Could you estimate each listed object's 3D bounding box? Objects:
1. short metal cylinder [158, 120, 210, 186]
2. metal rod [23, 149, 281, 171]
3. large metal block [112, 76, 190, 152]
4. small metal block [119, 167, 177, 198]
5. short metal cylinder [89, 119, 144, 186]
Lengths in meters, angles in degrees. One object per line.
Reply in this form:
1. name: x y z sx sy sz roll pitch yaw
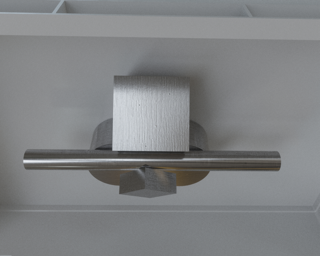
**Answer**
1. short metal cylinder: 0.027 0.034 0.421 0.081 0.050 0.079 0 130 0
2. metal rod: -0.008 0.039 0.375 0.302 0.025 0.025 1 130 -1
3. large metal block: -0.009 -0.014 0.352 0.081 0.050 0.080 1 87 -1
4. small metal block: -0.015 0.070 0.387 0.050 0.025 0.050 18 152 -39
5. short metal cylinder: -0.054 0.033 0.418 0.081 0.050 0.079 0 130 0
